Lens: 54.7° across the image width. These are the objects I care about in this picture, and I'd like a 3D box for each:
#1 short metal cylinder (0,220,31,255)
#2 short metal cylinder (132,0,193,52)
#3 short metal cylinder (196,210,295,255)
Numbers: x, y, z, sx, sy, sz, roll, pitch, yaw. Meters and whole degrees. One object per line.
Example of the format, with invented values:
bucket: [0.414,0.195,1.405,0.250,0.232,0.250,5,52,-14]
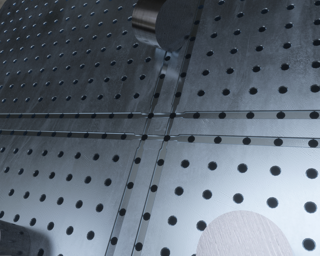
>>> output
short metal cylinder: [-0.221,0.163,0.408,0.080,0.050,0.080,-13,56,21]
short metal cylinder: [0.005,-0.161,0.470,0.050,0.080,0.080,29,78,37]
short metal cylinder: [0.079,0.120,0.277,0.080,0.050,0.080,-13,56,21]
